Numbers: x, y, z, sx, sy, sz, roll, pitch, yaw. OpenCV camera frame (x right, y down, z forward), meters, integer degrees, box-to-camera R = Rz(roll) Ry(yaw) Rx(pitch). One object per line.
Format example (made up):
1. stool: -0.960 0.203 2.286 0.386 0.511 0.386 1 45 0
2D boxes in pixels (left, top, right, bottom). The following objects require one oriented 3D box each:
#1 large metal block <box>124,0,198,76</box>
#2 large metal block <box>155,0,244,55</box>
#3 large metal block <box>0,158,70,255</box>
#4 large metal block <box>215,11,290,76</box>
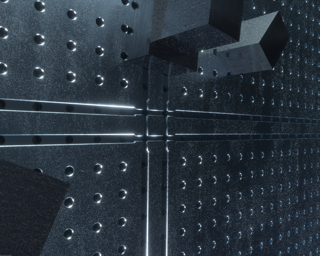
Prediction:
1. large metal block: 0.005 -0.118 0.399 0.081 0.050 0.080 9 84 -40
2. large metal block: 0.045 -0.135 0.347 0.050 0.080 0.080 13 82 -40
3. large metal block: -0.141 0.071 0.275 0.080 0.050 0.080 31 71 -36
4. large metal block: 0.150 -0.135 0.502 0.050 0.080 0.080 50 60 -29
